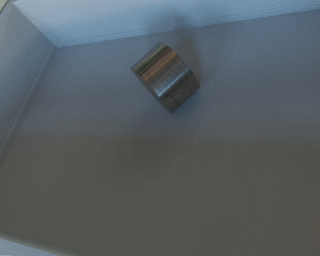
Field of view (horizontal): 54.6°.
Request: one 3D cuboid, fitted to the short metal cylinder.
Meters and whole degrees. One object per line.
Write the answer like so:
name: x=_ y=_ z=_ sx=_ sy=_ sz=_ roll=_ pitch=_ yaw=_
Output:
short metal cylinder: x=0.007 y=-0.065 z=0.408 sx=0.050 sy=0.080 sz=0.080 roll=-42 pitch=51 yaw=-1
